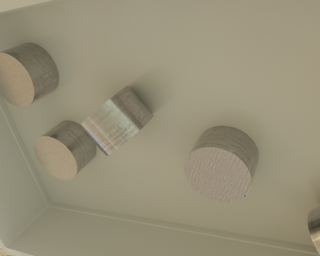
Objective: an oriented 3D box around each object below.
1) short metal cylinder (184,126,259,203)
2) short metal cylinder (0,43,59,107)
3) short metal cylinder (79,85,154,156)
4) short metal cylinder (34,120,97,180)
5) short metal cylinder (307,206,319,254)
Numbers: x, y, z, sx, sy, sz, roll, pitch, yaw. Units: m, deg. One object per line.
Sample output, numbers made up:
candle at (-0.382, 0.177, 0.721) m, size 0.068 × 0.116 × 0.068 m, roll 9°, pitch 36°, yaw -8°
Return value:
short metal cylinder at (0.076, 0.044, 0.379) m, size 0.080 × 0.050 × 0.079 m, roll 13°, pitch 124°, yaw 20°
short metal cylinder at (-0.195, -0.077, 0.445) m, size 0.080 × 0.050 × 0.079 m, roll 13°, pitch 124°, yaw 20°
short metal cylinder at (-0.055, -0.010, 0.394) m, size 0.080 × 0.080 × 0.050 m, roll -34°, pitch 99°, yaw 38°
short metal cylinder at (-0.149, 0.035, 0.490) m, size 0.080 × 0.050 × 0.079 m, roll 13°, pitch 124°, yaw 20°
short metal cylinder at (0.209, 0.116, 0.334) m, size 0.080 × 0.080 × 0.050 m, roll 43°, pitch 129°, yaw -2°
